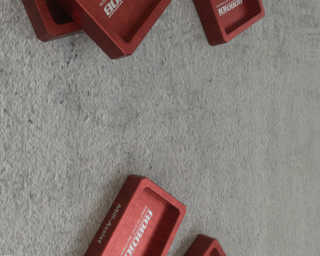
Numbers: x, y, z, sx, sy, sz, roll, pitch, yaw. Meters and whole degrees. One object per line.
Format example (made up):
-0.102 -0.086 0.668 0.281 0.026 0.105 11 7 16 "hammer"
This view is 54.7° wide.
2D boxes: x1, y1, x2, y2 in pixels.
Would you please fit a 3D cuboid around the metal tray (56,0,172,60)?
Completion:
-0.037 -0.149 0.329 0.090 0.030 0.130 46 63 -31 "metal tray"

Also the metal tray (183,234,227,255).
0.073 0.236 0.462 0.090 0.030 0.130 -44 117 -31 "metal tray"

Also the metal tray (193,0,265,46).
0.113 -0.198 0.494 0.131 0.030 0.090 -39 114 -33 "metal tray"

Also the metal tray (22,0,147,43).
-0.081 -0.153 0.332 0.131 0.030 0.090 -30 109 -36 "metal tray"

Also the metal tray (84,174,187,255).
-0.029 0.134 0.376 0.090 0.030 0.130 43 64 -32 "metal tray"
